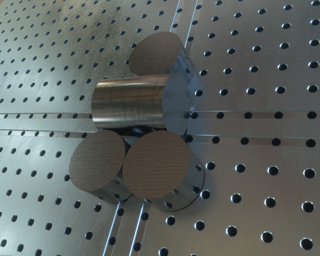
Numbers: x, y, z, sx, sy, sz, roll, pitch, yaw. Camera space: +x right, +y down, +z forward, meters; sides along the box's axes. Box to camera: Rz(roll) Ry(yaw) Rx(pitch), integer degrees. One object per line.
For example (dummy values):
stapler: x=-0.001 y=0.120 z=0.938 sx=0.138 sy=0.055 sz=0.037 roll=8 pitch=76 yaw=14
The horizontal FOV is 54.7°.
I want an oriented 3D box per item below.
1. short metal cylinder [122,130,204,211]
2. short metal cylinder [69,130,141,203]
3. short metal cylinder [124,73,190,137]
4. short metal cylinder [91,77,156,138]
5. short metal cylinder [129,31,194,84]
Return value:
short metal cylinder: x=0.004 y=0.049 z=0.356 sx=0.080 sy=0.050 sz=0.080 roll=-13 pitch=56 yaw=20
short metal cylinder: x=-0.067 y=0.049 z=0.394 sx=0.080 sy=0.050 sz=0.080 roll=-13 pitch=56 yaw=20
short metal cylinder: x=-0.001 y=-0.027 z=0.389 sx=0.050 sy=0.080 sz=0.080 roll=0 pitch=62 yaw=28
short metal cylinder: x=-0.045 y=-0.027 z=0.412 sx=0.050 sy=0.080 sz=0.080 roll=0 pitch=62 yaw=28
short metal cylinder: x=0.003 y=-0.091 z=0.445 sx=0.080 sy=0.050 sz=0.080 roll=-13 pitch=56 yaw=20
